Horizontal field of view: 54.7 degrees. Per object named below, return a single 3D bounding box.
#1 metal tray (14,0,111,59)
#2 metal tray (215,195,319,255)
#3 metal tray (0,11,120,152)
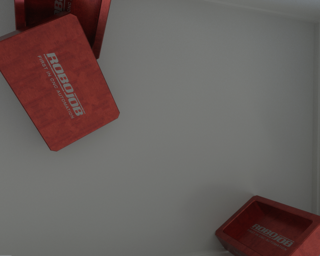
[{"bbox_3d":[-0.100,-0.132,0.321,0.091,0.129,0.030,2,54,-20],"label":"metal tray"},{"bbox_3d":[0.143,0.141,0.410,0.090,0.130,0.030,-37,102,-16],"label":"metal tray"},{"bbox_3d":[-0.110,-0.049,0.341,0.091,0.030,0.129,-31,123,-17],"label":"metal tray"}]
